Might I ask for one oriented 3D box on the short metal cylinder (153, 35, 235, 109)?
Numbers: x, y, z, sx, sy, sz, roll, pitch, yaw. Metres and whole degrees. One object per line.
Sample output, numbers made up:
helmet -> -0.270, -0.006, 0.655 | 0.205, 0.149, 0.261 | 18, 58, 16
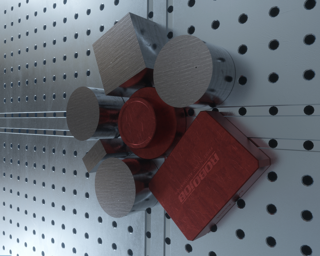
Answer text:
short metal cylinder -> 0.039, -0.062, 0.360 | 0.080, 0.050, 0.080 | 0, 90, 40

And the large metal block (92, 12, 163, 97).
large metal block -> -0.041, -0.096, 0.427 | 0.080, 0.050, 0.080 | -27, 73, 37

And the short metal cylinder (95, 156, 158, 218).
short metal cylinder -> -0.045, 0.079, 0.430 | 0.080, 0.050, 0.080 | 0, 90, 40

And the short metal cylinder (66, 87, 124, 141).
short metal cylinder -> -0.098, -0.021, 0.473 | 0.080, 0.050, 0.080 | 0, 90, 40

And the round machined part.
round machined part -> -0.018, -0.007, 0.412 | 0.098, 0.042, 0.097 | 0, 90, 40

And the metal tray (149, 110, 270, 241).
metal tray -> 0.051, 0.055, 0.363 | 0.090, 0.030, 0.129 | 48, 118, 29

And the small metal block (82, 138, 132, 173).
small metal block -> -0.077, 0.040, 0.456 | 0.050, 0.050, 0.025 | -45, 63, 31
